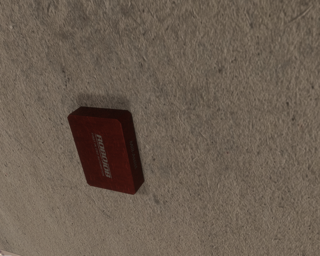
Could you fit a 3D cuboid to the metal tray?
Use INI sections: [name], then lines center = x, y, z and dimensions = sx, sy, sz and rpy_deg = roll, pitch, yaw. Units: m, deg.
[metal tray]
center = -0.079, 0.034, 0.465
dimensions = 0.090, 0.030, 0.129
rpy_deg = 6, 121, 24
